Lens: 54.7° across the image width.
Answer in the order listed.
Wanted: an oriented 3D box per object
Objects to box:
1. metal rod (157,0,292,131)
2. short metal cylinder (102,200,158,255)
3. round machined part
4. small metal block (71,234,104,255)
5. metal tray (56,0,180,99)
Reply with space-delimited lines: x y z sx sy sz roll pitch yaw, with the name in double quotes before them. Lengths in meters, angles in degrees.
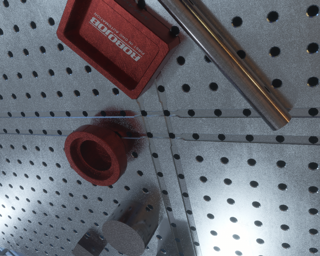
"metal rod" 0.031 -0.115 0.323 0.300 0.025 0.025 47 129 -5
"short metal cylinder" -0.050 0.170 0.527 0.080 0.050 0.079 13 124 21
"round machined part" -0.092 0.037 0.472 0.098 0.042 0.097 13 124 21
"small metal block" -0.153 0.258 0.652 0.050 0.025 0.050 36 129 4
"metal tray" -0.053 -0.107 0.369 0.130 0.030 0.089 40 129 1
